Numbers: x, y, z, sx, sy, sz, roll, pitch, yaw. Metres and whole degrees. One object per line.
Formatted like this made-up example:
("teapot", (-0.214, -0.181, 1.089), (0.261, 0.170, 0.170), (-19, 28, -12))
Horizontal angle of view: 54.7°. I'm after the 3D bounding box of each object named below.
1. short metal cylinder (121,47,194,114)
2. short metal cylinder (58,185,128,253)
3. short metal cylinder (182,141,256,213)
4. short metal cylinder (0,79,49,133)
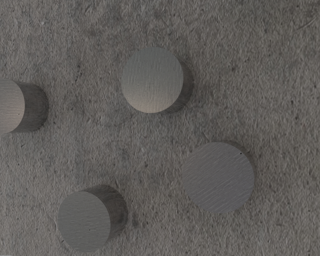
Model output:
("short metal cylinder", (-0.002, -0.058, 0.396), (0.080, 0.050, 0.080), (0, 90, 20))
("short metal cylinder", (-0.092, 0.123, 0.428), (0.080, 0.050, 0.080), (0, 90, 20))
("short metal cylinder", (0.072, 0.055, 0.370), (0.080, 0.050, 0.080), (0, 90, 20))
("short metal cylinder", (-0.220, -0.032, 0.473), (0.080, 0.050, 0.080), (0, 90, 20))
